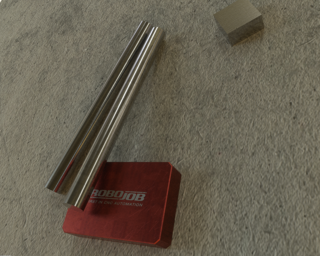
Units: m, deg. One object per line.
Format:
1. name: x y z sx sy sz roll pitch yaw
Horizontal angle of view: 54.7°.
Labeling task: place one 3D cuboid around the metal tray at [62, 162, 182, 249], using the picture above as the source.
1. metal tray: -0.046 0.087 0.370 0.130 0.030 0.090 -3 60 26

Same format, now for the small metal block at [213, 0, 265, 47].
1. small metal block: 0.111 -0.151 0.438 0.050 0.025 0.050 -28 52 10

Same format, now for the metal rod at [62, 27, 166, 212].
1. metal rod: -0.050 -0.031 0.423 0.025 0.025 0.300 3 55 29

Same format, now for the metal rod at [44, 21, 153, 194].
1. metal rod: -0.085 -0.042 0.472 0.025 0.025 0.300 14 69 33
